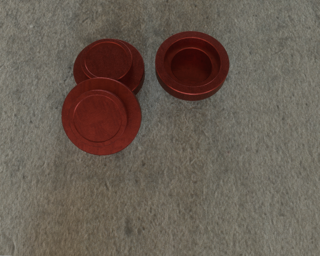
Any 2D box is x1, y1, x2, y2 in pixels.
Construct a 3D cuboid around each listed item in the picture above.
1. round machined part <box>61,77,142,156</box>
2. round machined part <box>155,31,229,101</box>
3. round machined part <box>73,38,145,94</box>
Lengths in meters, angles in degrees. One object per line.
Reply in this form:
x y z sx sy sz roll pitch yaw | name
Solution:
-0.073 -0.013 0.382 0.099 0.042 0.097 0 97 0 | round machined part
0.043 -0.081 0.429 0.099 0.042 0.098 0 70 -1 | round machined part
-0.071 -0.084 0.429 0.099 0.042 0.098 0 70 -1 | round machined part
